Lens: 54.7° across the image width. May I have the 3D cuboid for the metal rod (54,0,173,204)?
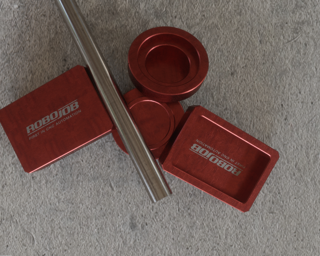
[{"bbox_3d":[-0.064,-0.051,0.377,0.025,0.025,0.299,-27,77,0],"label":"metal rod"}]

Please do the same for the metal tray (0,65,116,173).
[{"bbox_3d":[-0.130,-0.010,0.397,0.130,0.030,0.090,-28,87,8],"label":"metal tray"}]

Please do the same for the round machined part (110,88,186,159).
[{"bbox_3d":[-0.015,-0.007,0.403,0.099,0.042,0.097,0,90,0],"label":"round machined part"}]

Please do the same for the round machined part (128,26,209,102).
[{"bbox_3d":[0.008,-0.076,0.392,0.099,0.042,0.098,3,68,-6],"label":"round machined part"}]

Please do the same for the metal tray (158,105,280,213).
[{"bbox_3d":[0.075,0.039,0.398,0.131,0.030,0.090,29,90,-11],"label":"metal tray"}]
